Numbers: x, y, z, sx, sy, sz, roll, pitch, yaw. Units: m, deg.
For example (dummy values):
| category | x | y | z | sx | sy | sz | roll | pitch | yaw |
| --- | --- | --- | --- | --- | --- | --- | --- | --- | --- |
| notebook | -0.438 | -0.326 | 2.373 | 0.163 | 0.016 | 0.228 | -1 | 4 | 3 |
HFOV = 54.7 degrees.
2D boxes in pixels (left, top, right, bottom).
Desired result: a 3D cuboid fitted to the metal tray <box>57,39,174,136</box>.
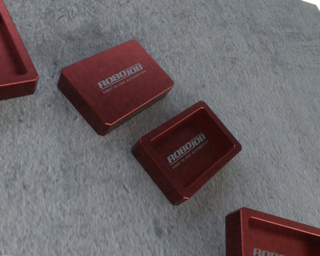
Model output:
| category | x | y | z | sx | sy | sz | roll | pitch | yaw |
| --- | --- | --- | --- | --- | --- | --- | --- | --- | --- |
| metal tray | -0.054 | -0.058 | 0.408 | 0.090 | 0.030 | 0.131 | 49 | 51 | 6 |

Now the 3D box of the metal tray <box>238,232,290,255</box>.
| category | x | y | z | sx | sy | sz | roll | pitch | yaw |
| --- | --- | --- | --- | --- | --- | --- | --- | --- | --- |
| metal tray | 0.107 | 0.184 | 0.348 | 0.131 | 0.030 | 0.090 | -14 | 69 | -34 |

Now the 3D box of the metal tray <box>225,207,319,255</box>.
| category | x | y | z | sx | sy | sz | roll | pitch | yaw |
| --- | --- | --- | --- | --- | --- | --- | --- | --- | --- |
| metal tray | 0.136 | 0.149 | 0.345 | 0.131 | 0.030 | 0.090 | 19 | 54 | -17 |

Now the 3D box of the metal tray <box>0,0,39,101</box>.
| category | x | y | z | sx | sy | sz | roll | pitch | yaw |
| --- | --- | --- | --- | --- | --- | --- | --- | --- | --- |
| metal tray | -0.205 | -0.090 | 0.345 | 0.091 | 0.030 | 0.130 | -19 | 72 | -35 |

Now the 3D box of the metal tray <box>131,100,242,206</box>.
| category | x | y | z | sx | sy | sz | roll | pitch | yaw |
| --- | --- | --- | --- | --- | --- | --- | --- | --- | --- |
| metal tray | 0.039 | 0.027 | 0.406 | 0.131 | 0.030 | 0.090 | -32 | 80 | -38 |
